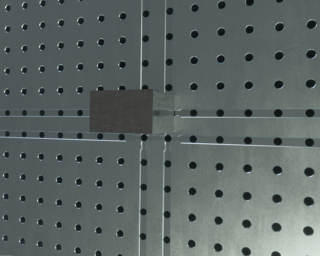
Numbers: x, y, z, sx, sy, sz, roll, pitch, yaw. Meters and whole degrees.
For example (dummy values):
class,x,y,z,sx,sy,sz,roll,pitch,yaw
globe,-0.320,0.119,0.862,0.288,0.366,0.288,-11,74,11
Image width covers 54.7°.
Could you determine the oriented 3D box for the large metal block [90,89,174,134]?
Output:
class,x,y,z,sx,sy,sz,roll,pitch,yaw
large metal block,-0.032,-0.019,0.394,0.080,0.080,0.050,1,91,19
